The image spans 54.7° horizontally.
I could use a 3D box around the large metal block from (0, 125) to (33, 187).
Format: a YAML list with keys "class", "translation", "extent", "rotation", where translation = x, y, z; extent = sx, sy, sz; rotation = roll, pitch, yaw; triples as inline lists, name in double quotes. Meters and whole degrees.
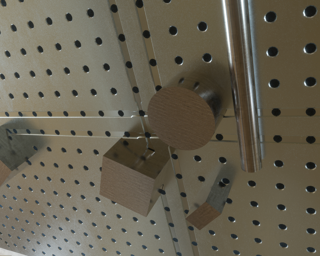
- class: "large metal block"
  translation: [-0.302, 0.055, 0.585]
  extent: [0.080, 0.050, 0.080]
  rotation: [47, 129, -5]

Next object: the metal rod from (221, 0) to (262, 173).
- class: "metal rod"
  translation: [0.081, -0.083, 0.316]
  extent: [0.025, 0.025, 0.298]
  rotation: [1, 119, 27]

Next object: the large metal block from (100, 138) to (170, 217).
- class: "large metal block"
  translation: [-0.039, 0.073, 0.459]
  extent: [0.080, 0.050, 0.079]
  rotation: [22, 127, 14]

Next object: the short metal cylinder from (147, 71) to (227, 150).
- class: "short metal cylinder"
  translation: [0.032, -0.021, 0.364]
  extent: [0.080, 0.050, 0.079]
  rotation: [13, 124, 20]

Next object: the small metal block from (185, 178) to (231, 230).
- class: "small metal block"
  translation: [0.066, 0.104, 0.424]
  extent: [0.025, 0.050, 0.050]
  rotation: [38, 129, 2]
